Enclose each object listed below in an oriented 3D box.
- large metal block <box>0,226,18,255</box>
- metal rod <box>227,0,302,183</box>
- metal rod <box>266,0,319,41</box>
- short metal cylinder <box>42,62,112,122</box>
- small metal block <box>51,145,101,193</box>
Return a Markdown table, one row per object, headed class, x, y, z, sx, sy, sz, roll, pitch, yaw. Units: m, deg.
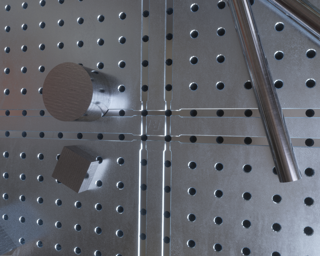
| class | x | y | z | sx | sy | sz | roll | pitch | yaw |
| --- | --- | --- | --- | --- | --- | --- | --- | --- | --- |
| large metal block | -0.290 | 0.187 | 0.483 | 0.080 | 0.080 | 0.050 | 44 | 104 | 14 |
| metal rod | 0.114 | -0.084 | 0.372 | 0.025 | 0.025 | 0.298 | -16 | 85 | 19 |
| metal rod | 0.223 | -0.073 | 0.334 | 0.300 | 0.025 | 0.025 | 45 | 104 | 14 |
| short metal cylinder | -0.117 | -0.049 | 0.439 | 0.080 | 0.050 | 0.079 | 0 | 90 | 19 |
| small metal block | -0.123 | 0.059 | 0.455 | 0.050 | 0.025 | 0.050 | 27 | 99 | 17 |
